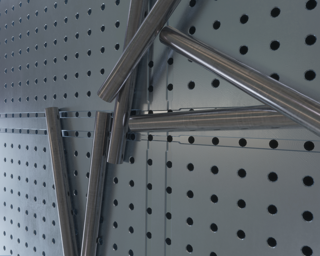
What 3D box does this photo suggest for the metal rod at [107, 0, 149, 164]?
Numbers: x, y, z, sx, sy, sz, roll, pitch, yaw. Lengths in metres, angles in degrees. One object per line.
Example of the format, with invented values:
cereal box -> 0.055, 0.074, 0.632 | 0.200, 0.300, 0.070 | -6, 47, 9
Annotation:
metal rod -> -0.043, -0.095, 0.445 | 0.025, 0.025, 0.298 | 16, 100, 39

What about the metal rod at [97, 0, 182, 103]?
metal rod -> 0.008, -0.154, 0.385 | 0.299, 0.025, 0.025 | -52, 59, 21

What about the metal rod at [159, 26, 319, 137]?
metal rod -> 0.094, -0.044, 0.307 | 0.300, 0.025, 0.025 | 42, 116, 40

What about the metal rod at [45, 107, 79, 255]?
metal rod -> -0.175, 0.109, 0.555 | 0.025, 0.025, 0.299 | -17, 79, 39

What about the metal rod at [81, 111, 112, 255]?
metal rod -> -0.106, 0.122, 0.498 | 0.025, 0.025, 0.298 | 13, 98, 39

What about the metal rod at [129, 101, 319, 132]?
metal rod -> 0.080, -0.010, 0.344 | 0.300, 0.025, 0.025 | -2, 89, 40
